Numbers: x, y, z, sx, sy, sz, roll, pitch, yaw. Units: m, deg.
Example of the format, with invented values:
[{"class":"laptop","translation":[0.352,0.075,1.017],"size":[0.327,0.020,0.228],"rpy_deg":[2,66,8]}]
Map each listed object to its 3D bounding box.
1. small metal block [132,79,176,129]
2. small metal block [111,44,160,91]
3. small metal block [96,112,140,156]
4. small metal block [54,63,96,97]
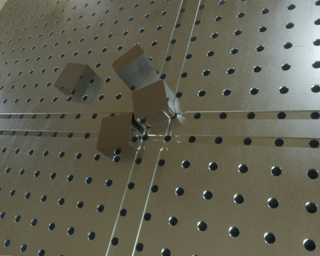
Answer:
[{"class":"small metal block","translation":[-0.010,-0.034,0.435],"size":[0.050,0.025,0.050],"rpy_deg":[-21,54,15]},{"class":"small metal block","translation":[-0.037,-0.089,0.467],"size":[0.050,0.050,0.025],"rpy_deg":[-36,51,5]},{"class":"small metal block","translation":[-0.057,0.009,0.434],"size":[0.050,0.025,0.050],"rpy_deg":[-9,58,23]},{"class":"small metal block","translation":[-0.148,-0.085,0.540],"size":[0.050,0.025,0.050],"rpy_deg":[12,68,33]}]
